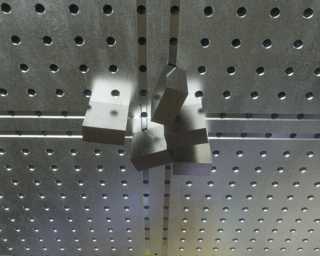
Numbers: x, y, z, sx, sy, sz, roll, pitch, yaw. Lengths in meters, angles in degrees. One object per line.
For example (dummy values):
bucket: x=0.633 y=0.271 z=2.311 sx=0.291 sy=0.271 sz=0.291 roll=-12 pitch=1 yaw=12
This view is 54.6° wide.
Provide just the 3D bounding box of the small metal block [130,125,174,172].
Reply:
small metal block: x=-0.010 y=0.026 z=0.417 sx=0.050 sy=0.050 sz=0.025 roll=-16 pitch=128 yaw=13

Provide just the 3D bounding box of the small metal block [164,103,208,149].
small metal block: x=0.032 y=-0.003 z=0.393 sx=0.050 sy=0.050 sz=0.025 roll=-9 pitch=130 yaw=7

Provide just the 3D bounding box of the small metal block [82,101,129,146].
small metal block: x=-0.067 y=-0.007 z=0.389 sx=0.050 sy=0.050 sz=0.025 roll=7 pitch=130 yaw=-6

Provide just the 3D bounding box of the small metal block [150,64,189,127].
small metal block: x=0.010 y=-0.038 z=0.363 sx=0.025 sy=0.050 sz=0.050 roll=17 pitch=128 yaw=-14

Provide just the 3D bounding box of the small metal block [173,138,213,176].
small metal block: x=0.043 y=0.038 z=0.428 sx=0.050 sy=0.050 sz=0.025 roll=2 pitch=130 yaw=-2
